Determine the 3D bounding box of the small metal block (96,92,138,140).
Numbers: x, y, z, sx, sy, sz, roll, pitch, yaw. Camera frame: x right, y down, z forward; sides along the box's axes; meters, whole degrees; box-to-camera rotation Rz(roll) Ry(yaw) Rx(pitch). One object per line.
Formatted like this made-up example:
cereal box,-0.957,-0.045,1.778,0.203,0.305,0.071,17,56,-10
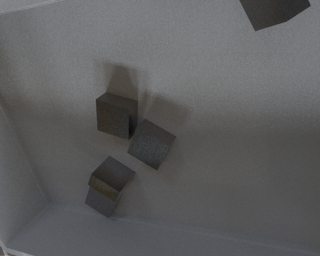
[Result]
small metal block,-0.059,-0.017,0.428,0.050,0.025,0.050,17,125,18

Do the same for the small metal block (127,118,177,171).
small metal block,-0.012,0.023,0.428,0.050,0.025,0.050,30,128,8

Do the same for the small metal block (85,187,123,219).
small metal block,-0.097,0.120,0.532,0.050,0.025,0.050,31,128,8

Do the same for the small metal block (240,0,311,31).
small metal block,0.094,-0.116,0.268,0.025,0.050,0.050,-34,104,-6

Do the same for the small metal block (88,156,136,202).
small metal block,-0.073,0.077,0.477,0.050,0.050,0.025,31,128,8
